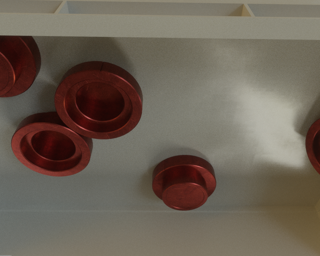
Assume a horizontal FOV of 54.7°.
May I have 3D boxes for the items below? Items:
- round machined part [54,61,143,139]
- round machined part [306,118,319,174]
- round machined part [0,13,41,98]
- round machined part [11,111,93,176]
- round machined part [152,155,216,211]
[{"bbox_3d":[-0.069,-0.036,0.366,0.099,0.042,0.097,0,130,0],"label":"round machined part"},{"bbox_3d":[0.242,0.025,0.395,0.042,0.098,0.097,-17,136,-26],"label":"round machined part"},{"bbox_3d":[-0.185,-0.072,0.334,0.099,0.042,0.097,0,130,0],"label":"round machined part"},{"bbox_3d":[-0.138,0.017,0.411,0.099,0.042,0.097,0,131,0],"label":"round machined part"},{"bbox_3d":[0.037,0.090,0.475,0.099,0.042,0.097,0,130,0],"label":"round machined part"}]
